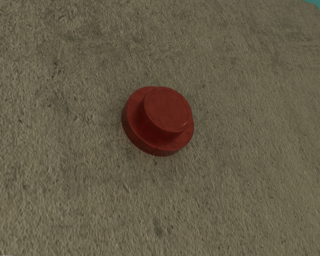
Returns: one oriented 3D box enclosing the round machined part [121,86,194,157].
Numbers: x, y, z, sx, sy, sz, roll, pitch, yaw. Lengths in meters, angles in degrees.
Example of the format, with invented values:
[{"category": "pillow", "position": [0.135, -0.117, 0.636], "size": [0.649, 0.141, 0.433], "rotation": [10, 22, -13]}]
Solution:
[{"category": "round machined part", "position": [0.003, -0.015, 0.406], "size": [0.099, 0.042, 0.098], "rotation": [14, 56, -21]}]
